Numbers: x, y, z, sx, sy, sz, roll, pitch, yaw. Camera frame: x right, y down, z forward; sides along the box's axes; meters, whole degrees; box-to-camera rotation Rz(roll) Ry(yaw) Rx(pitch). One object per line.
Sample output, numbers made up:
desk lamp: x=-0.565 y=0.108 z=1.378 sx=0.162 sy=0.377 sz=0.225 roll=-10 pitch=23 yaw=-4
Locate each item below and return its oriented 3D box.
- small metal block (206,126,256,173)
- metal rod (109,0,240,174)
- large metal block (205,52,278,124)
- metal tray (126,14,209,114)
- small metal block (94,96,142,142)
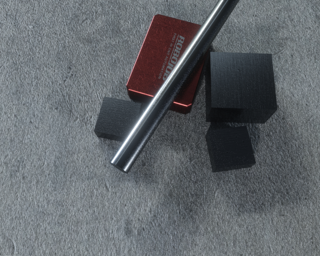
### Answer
small metal block: x=0.090 y=0.027 z=0.399 sx=0.050 sy=0.025 sz=0.050 roll=-7 pitch=70 yaw=-3
metal rod: x=0.029 y=-0.074 z=0.403 sx=0.025 sy=0.025 sz=0.300 roll=30 pitch=72 yaw=10
large metal block: x=0.105 y=-0.053 z=0.416 sx=0.081 sy=0.050 sz=0.080 roll=2 pitch=70 yaw=0
metal tray: x=0.016 y=-0.092 z=0.439 sx=0.090 sy=0.030 sz=0.130 roll=17 pitch=71 yaw=5
small metal block: x=-0.054 y=-0.010 z=0.411 sx=0.050 sy=0.025 sz=0.050 roll=11 pitch=70 yaw=3
